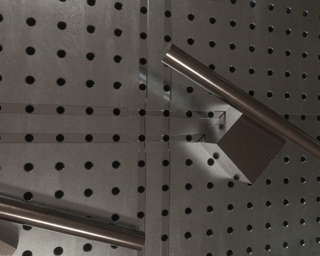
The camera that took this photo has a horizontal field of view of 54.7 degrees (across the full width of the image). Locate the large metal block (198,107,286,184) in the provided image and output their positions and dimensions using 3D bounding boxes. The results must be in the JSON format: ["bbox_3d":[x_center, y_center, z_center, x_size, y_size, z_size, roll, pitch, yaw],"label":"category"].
[{"bbox_3d":[0.118,0.020,0.445,0.080,0.050,0.080,-47,105,-14],"label":"large metal block"}]

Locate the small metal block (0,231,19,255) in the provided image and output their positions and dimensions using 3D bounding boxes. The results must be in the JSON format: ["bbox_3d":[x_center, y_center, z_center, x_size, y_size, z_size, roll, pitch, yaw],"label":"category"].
[{"bbox_3d":[-0.195,0.139,0.341,0.050,0.025,0.050,38,78,-17],"label":"small metal block"}]

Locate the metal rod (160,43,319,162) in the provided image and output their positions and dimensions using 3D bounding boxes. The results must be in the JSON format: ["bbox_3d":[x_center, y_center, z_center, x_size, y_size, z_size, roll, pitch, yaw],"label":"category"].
[{"bbox_3d":[0.132,-0.020,0.409,0.301,0.025,0.025,29,81,-18],"label":"metal rod"}]

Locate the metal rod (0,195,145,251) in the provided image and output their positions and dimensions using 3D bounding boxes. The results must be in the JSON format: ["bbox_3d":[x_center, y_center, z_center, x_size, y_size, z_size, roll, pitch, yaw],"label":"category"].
[{"bbox_3d":[-0.158,0.097,0.354,0.302,0.025,0.025,21,83,-19],"label":"metal rod"}]
